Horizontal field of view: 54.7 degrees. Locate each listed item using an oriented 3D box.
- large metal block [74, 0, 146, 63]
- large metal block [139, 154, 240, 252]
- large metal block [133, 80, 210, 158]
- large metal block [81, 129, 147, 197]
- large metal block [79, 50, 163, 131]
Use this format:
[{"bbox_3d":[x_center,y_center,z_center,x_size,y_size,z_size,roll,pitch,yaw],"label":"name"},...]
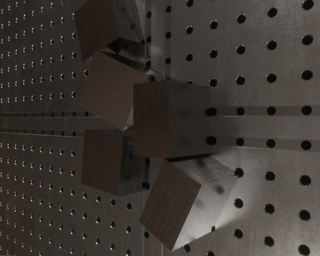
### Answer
[{"bbox_3d":[-0.075,-0.145,0.453,0.080,0.050,0.080,-21,77,38],"label":"large metal block"},{"bbox_3d":[0.034,0.077,0.344,0.050,0.081,0.079,33,110,35],"label":"large metal block"},{"bbox_3d":[0.015,-0.009,0.359,0.050,0.081,0.079,0,90,40],"label":"large metal block"},{"bbox_3d":[-0.065,0.046,0.445,0.080,0.050,0.079,8,95,39],"label":"large metal block"},{"bbox_3d":[-0.054,-0.052,0.424,0.080,0.050,0.079,29,109,21],"label":"large metal block"}]
